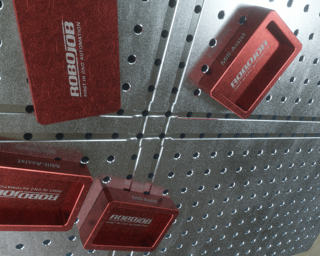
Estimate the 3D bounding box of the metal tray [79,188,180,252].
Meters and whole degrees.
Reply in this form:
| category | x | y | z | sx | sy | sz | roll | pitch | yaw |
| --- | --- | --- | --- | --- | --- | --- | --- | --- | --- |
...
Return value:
| category | x | y | z | sx | sy | sz | roll | pitch | yaw |
| --- | --- | --- | --- | --- | --- | --- | --- | --- | --- |
| metal tray | -0.044 | 0.144 | 0.474 | 0.131 | 0.030 | 0.090 | 19 | 108 | -36 |

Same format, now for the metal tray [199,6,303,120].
| category | x | y | z | sx | sy | sz | roll | pitch | yaw |
| --- | --- | --- | --- | --- | --- | --- | --- | --- | --- |
| metal tray | 0.125 | -0.085 | 0.425 | 0.090 | 0.030 | 0.130 | 28 | 103 | -38 |

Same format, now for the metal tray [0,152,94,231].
| category | x | y | z | sx | sy | sz | roll | pitch | yaw |
| --- | --- | --- | --- | --- | --- | --- | --- | --- | --- |
| metal tray | -0.158 | 0.080 | 0.371 | 0.131 | 0.030 | 0.089 | 14 | 111 | -34 |

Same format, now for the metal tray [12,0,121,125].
| category | x | y | z | sx | sy | sz | roll | pitch | yaw |
| --- | --- | --- | --- | --- | --- | --- | --- | --- | --- |
| metal tray | -0.089 | -0.072 | 0.315 | 0.091 | 0.030 | 0.129 | -12 | 124 | -22 |
